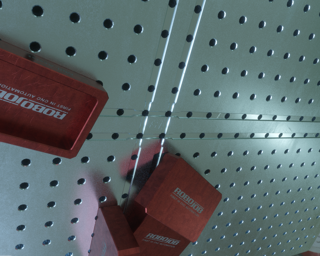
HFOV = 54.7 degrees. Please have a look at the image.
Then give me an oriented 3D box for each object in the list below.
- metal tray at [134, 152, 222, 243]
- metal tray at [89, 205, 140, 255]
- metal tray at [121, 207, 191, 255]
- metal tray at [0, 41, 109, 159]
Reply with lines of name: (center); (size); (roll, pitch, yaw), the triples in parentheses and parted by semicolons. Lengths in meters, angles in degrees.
metal tray: (0.033, 0.108, 0.472); (0.130, 0.030, 0.090); (44, 74, -36)
metal tray: (-0.072, 0.190, 0.449); (0.030, 0.090, 0.129); (1, 118, -29)
metal tray: (-0.003, 0.178, 0.518); (0.131, 0.030, 0.090); (30, 102, -38)
metal tray: (-0.131, -0.025, 0.320); (0.131, 0.030, 0.090); (21, 107, -37)
